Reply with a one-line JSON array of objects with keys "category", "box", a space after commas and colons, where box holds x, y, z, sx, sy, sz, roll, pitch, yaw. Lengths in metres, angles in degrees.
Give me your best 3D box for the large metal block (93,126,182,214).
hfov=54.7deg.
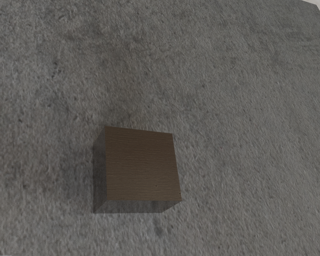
[{"category": "large metal block", "box": [-0.028, 0.048, 0.344, 0.081, 0.050, 0.080, 7, 59, -25]}]
